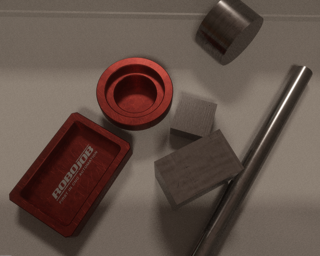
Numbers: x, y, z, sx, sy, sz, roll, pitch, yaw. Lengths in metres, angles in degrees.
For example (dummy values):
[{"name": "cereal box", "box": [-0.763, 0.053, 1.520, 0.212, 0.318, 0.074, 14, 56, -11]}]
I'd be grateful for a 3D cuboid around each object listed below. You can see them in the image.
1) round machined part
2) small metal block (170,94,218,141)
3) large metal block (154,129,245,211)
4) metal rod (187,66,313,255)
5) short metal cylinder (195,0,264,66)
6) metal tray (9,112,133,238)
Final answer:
[{"name": "round machined part", "box": [-0.032, -0.042, 0.415, 0.099, 0.042, 0.098, 0, 70, -1]}, {"name": "small metal block", "box": [0.045, -0.012, 0.415, 0.050, 0.025, 0.050, 16, 71, 5]}, {"name": "large metal block", "box": [0.041, 0.052, 0.362, 0.080, 0.080, 0.050, -26, 73, -9]}, {"name": "metal rod", "box": [0.122, 0.038, 0.397, 0.025, 0.025, 0.300, 32, 73, 10]}, {"name": "short metal cylinder", "box": [0.096, -0.134, 0.431, 0.080, 0.080, 0.050, -41, 75, -14]}, {"name": "metal tray", "box": [-0.106, 0.056, 0.385, 0.090, 0.030, 0.130, 30, 72, 10]}]
